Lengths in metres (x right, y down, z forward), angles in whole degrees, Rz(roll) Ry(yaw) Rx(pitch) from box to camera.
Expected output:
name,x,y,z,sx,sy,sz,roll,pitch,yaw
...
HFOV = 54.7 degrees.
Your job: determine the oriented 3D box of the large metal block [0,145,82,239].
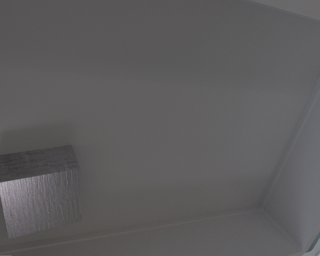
name,x,y,z,sx,sy,sz,roll,pitch,yaw
large metal block,-0.138,0.072,0.361,0.081,0.050,0.079,-8,122,-24
